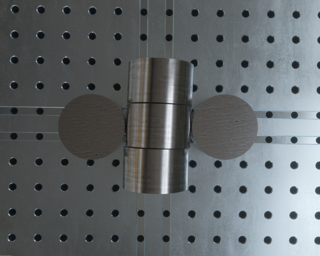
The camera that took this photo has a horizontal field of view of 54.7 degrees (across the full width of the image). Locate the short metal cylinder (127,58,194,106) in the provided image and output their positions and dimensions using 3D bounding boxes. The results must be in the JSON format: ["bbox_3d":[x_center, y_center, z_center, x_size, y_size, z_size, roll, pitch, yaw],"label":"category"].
[{"bbox_3d":[0.001,-0.054,0.385,0.081,0.080,0.050,3,90,-1],"label":"short metal cylinder"}]

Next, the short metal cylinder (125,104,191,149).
[{"bbox_3d":[-0.002,-0.002,0.385,0.081,0.080,0.050,2,90,-1],"label":"short metal cylinder"}]

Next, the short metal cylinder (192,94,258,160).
[{"bbox_3d":[0.079,-0.001,0.401,0.081,0.050,0.079,0,90,-1],"label":"short metal cylinder"}]

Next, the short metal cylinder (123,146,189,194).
[{"bbox_3d":[-0.005,0.049,0.385,0.081,0.080,0.050,1,90,-1],"label":"short metal cylinder"}]

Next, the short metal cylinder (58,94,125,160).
[{"bbox_3d":[-0.083,-0.001,0.399,0.081,0.050,0.079,0,90,-1],"label":"short metal cylinder"}]
